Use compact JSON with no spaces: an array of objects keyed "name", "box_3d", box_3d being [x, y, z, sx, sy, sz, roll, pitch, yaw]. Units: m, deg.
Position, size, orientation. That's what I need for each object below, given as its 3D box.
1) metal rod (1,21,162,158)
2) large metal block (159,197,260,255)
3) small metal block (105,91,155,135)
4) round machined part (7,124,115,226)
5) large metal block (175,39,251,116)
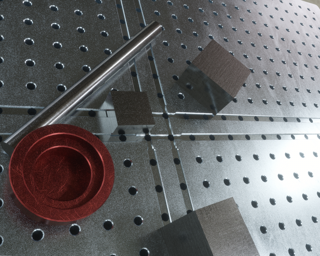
[{"name":"metal rod","box_3d":[-0.079,-0.069,0.407,0.025,0.025,0.301,39,51,-2]},{"name":"large metal block","box_3d":[0.051,0.127,0.323,0.050,0.080,0.080,-9,67,-32]},{"name":"small metal block","box_3d":[-0.039,-0.020,0.399,0.050,0.025,0.050,-2,63,-29]},{"name":"round machined part","box_3d":[-0.099,0.048,0.312,0.099,0.042,0.098,15,57,-24]},{"name":"large metal block","box_3d":[0.085,-0.080,0.487,0.080,0.050,0.080,40,51,-1]}]
